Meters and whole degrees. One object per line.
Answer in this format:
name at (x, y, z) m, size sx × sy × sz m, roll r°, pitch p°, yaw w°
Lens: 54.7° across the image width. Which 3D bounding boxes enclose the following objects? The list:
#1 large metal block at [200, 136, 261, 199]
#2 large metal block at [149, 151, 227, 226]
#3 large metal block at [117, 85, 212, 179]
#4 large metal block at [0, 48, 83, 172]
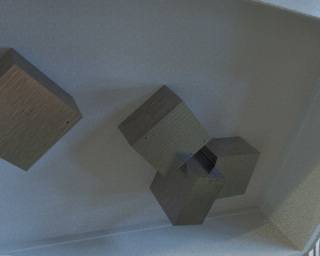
large metal block at (0.098, 0.062, 0.484) m, size 0.081 × 0.050 × 0.079 m, roll -3°, pitch 120°, yaw -27°
large metal block at (0.036, 0.080, 0.442) m, size 0.050 × 0.080 × 0.079 m, roll 10°, pitch 114°, yaw -33°
large metal block at (0.007, 0.006, 0.400) m, size 0.080 × 0.050 × 0.080 m, roll -42°, pitch 130°, yaw 0°
large metal block at (-0.139, -0.017, 0.306) m, size 0.080 × 0.050 × 0.080 m, roll -44°, pitch 129°, yaw 2°
